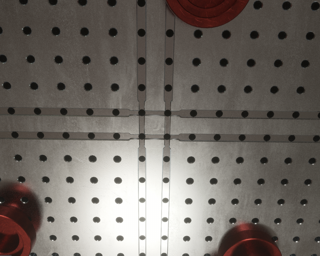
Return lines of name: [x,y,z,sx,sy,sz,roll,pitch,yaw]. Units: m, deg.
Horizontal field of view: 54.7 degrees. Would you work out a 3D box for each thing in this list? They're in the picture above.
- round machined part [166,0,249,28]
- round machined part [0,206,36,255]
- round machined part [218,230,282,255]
round machined part: [0.051,-0.163,0.345,0.099,0.042,0.097,0,110,-1]
round machined part: [-0.233,0.156,0.459,0.099,0.042,0.097,0,110,-1]
round machined part: [0.143,0.214,0.485,0.099,0.042,0.097,0,110,-1]
